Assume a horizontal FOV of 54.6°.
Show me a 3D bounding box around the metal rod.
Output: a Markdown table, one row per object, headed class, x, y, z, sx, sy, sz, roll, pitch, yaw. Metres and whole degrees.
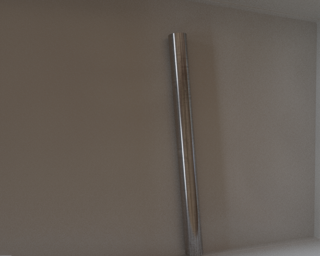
| class | x | y | z | sx | sy | sz | roll | pitch | yaw |
| --- | --- | --- | --- | --- | --- | --- | --- | --- | --- |
| metal rod | 0.035 | 0.023 | 0.423 | 0.025 | 0.025 | 0.298 | -5 | 92 | -20 |
